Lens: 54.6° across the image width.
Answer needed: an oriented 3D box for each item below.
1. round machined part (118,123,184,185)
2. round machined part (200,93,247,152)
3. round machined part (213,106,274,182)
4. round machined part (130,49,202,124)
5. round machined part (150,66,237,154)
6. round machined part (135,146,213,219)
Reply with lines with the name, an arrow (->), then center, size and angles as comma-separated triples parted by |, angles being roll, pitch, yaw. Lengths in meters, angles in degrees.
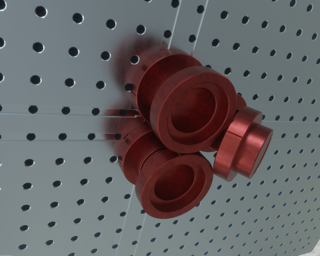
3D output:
round machined part -> -0.004, 0.043, 0.424 | 0.099, 0.042, 0.097 | -14, 124, -21
round machined part -> 0.086, -0.006, 0.443 | 0.099, 0.042, 0.097 | -14, 124, -21
round machined part -> 0.109, 0.025, 0.392 | 0.098, 0.042, 0.097 | -45, 150, -36
round machined part -> 0.017, -0.044, 0.383 | 0.099, 0.042, 0.097 | -14, 124, -21
round machined part -> 0.033, -0.023, 0.348 | 0.099, 0.042, 0.097 | -14, 124, -21
round machined part -> 0.014, 0.063, 0.391 | 0.099, 0.042, 0.097 | -14, 124, -21
